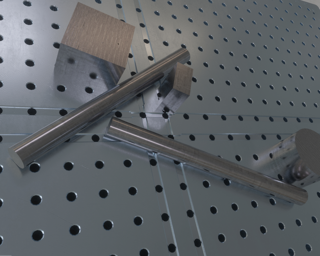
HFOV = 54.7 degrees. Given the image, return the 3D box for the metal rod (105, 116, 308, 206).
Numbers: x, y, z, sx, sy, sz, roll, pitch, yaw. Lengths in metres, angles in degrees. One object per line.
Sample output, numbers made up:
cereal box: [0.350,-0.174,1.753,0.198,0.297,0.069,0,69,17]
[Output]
metal rod: [0.074,0.050,0.417,0.302,0.025,0.025,21,54,-16]

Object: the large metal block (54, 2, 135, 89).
large metal block: [-0.085,-0.108,0.412,0.081,0.050,0.080,19,54,-17]

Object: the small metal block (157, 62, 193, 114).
small metal block: [0.021,-0.056,0.437,0.025,0.050,0.050,22,54,-15]

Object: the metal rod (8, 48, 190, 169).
metal rod: [-0.053,-0.044,0.405,0.025,0.025,0.302,47,51,5]

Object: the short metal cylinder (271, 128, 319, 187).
short metal cylinder: [0.224,0.047,0.484,0.081,0.050,0.080,14,56,-21]
